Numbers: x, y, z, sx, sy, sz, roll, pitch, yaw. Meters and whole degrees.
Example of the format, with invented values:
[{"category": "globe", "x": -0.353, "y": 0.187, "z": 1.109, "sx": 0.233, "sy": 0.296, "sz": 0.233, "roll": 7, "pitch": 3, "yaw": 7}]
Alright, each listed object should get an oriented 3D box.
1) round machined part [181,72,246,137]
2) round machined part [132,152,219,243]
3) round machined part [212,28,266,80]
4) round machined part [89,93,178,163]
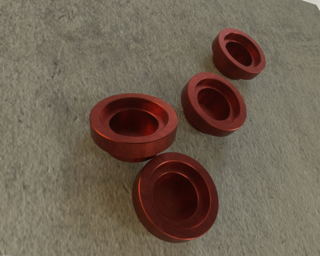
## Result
[{"category": "round machined part", "x": 0.074, "y": -0.030, "z": 0.453, "sx": 0.099, "sy": 0.042, "sz": 0.098, "roll": 14, "pitch": 56, "yaw": -21}, {"category": "round machined part", "x": 0.014, "y": 0.080, "z": 0.353, "sx": 0.099, "sy": 0.042, "sz": 0.098, "roll": 14, "pitch": 56, "yaw": -21}, {"category": "round machined part", "x": 0.132, "y": -0.124, "z": 0.542, "sx": 0.099, "sy": 0.042, "sz": 0.098, "roll": 14, "pitch": 56, "yaw": -21}, {"category": "round machined part", "x": -0.031, "y": 0.002, "z": 0.359, "sx": 0.099, "sy": 0.042, "sz": 0.098, "roll": 4, "pitch": 37, "yaw": -3}]
